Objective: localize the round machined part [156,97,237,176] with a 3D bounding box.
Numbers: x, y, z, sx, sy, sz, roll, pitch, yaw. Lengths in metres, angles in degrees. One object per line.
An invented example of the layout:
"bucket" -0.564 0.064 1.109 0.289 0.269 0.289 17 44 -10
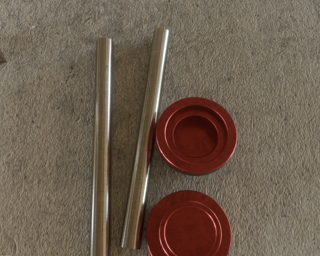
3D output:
"round machined part" 0.044 0.013 0.395 0.099 0.042 0.098 0 70 0

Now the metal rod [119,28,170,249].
"metal rod" -0.016 -0.001 0.408 0.025 0.025 0.299 7 70 2

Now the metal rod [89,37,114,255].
"metal rod" -0.074 0.015 0.401 0.025 0.025 0.299 -2 70 -1

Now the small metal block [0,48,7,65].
"small metal block" -0.249 -0.120 0.437 0.025 0.050 0.050 -30 73 -10

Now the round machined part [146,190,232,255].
"round machined part" 0.033 0.120 0.355 0.099 0.042 0.098 0 70 0
